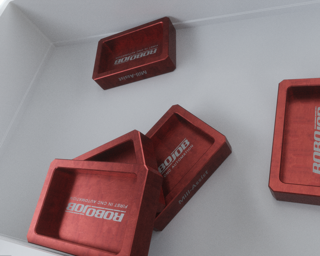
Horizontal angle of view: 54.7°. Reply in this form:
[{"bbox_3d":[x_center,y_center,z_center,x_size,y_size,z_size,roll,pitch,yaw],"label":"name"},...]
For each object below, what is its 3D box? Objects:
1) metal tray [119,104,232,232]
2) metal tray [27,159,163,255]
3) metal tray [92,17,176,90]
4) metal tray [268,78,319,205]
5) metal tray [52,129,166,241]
[{"bbox_3d":[0.009,0.043,0.369,0.130,0.030,0.090,-47,52,-6],"label":"metal tray"},{"bbox_3d":[-0.067,0.080,0.311,0.130,0.030,0.090,-1,67,31],"label":"metal tray"},{"bbox_3d":[-0.040,-0.118,0.494,0.130,0.030,0.090,-12,57,21],"label":"metal tray"},{"bbox_3d":[0.163,0.010,0.310,0.090,0.030,0.130,1,62,28],"label":"metal tray"},{"bbox_3d":[-0.064,0.068,0.354,0.130,0.030,0.090,-25,56,19],"label":"metal tray"}]
